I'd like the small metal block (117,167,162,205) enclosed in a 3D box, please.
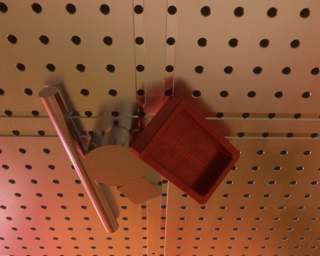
[{"bbox_3d":[-0.031,0.091,0.489,0.050,0.025,0.050,-26,126,20],"label":"small metal block"}]

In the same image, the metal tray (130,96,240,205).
[{"bbox_3d":[0.037,0.032,0.404,0.130,0.030,0.090,41,83,-30],"label":"metal tray"}]

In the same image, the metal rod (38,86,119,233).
[{"bbox_3d":[-0.111,0.068,0.468,0.025,0.025,0.298,-7,130,5],"label":"metal rod"}]

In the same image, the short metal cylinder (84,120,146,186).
[{"bbox_3d":[-0.058,0.035,0.424,0.081,0.050,0.079,0,130,0],"label":"short metal cylinder"}]
